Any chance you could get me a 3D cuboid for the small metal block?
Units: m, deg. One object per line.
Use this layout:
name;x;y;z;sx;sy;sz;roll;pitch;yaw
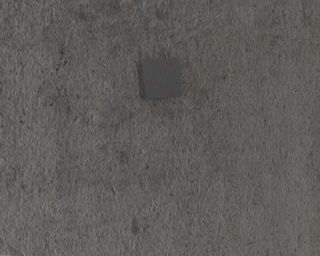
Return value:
small metal block;-0.001;-0.064;0.408;0.050;0.025;0.050;-7;93;-20
